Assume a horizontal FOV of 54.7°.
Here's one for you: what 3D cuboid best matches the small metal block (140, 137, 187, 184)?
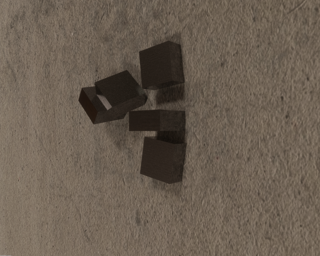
[{"bbox_3d":[0.004,0.040,0.400,0.050,0.025,0.050,12,98,39],"label":"small metal block"}]

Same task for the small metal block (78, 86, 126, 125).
[{"bbox_3d":[-0.083,-0.036,0.451,0.050,0.050,0.025,53,135,26],"label":"small metal block"}]

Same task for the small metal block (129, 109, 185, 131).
[{"bbox_3d":[-0.003,-0.009,0.389,0.050,0.050,0.025,0,90,39],"label":"small metal block"}]

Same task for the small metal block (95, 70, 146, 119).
[{"bbox_3d":[-0.055,-0.048,0.428,0.050,0.050,0.025,52,156,27],"label":"small metal block"}]

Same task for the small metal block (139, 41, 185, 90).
[{"bbox_3d":[0.002,-0.079,0.402,0.050,0.025,0.050,-9,85,39],"label":"small metal block"}]
